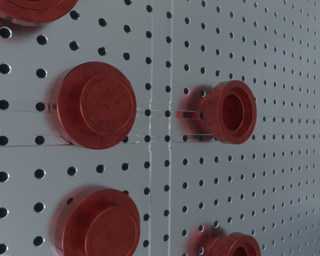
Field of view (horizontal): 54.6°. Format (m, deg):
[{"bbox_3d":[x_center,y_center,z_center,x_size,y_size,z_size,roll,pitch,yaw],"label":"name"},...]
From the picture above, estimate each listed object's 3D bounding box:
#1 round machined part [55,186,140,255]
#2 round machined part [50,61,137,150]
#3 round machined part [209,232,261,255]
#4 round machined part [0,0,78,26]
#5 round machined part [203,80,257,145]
[{"bbox_3d":[-0.061,0.117,0.346,0.099,0.042,0.097,0,90,-40],"label":"round machined part"},{"bbox_3d":[-0.065,-0.025,0.343,0.099,0.042,0.097,0,90,-40],"label":"round machined part"},{"bbox_3d":[0.115,0.215,0.494,0.099,0.042,0.097,0,90,-40],"label":"round machined part"},{"bbox_3d":[-0.126,-0.145,0.286,0.099,0.042,0.097,-5,99,-34],"label":"round machined part"},{"bbox_3d":[0.105,-0.024,0.485,0.099,0.042,0.097,0,90,-40],"label":"round machined part"}]
